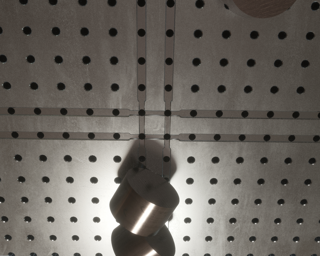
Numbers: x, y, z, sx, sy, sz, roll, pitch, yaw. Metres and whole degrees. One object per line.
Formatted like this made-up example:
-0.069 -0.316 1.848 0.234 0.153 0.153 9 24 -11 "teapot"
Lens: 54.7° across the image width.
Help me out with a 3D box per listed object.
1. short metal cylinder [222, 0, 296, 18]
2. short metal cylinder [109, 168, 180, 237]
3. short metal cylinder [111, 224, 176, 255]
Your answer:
0.110 -0.164 0.341 0.081 0.050 0.079 0 110 -1 "short metal cylinder"
-0.021 0.099 0.420 0.080 0.080 0.050 28 108 -10 "short metal cylinder"
-0.023 0.163 0.444 0.050 0.080 0.080 -40 106 13 "short metal cylinder"
